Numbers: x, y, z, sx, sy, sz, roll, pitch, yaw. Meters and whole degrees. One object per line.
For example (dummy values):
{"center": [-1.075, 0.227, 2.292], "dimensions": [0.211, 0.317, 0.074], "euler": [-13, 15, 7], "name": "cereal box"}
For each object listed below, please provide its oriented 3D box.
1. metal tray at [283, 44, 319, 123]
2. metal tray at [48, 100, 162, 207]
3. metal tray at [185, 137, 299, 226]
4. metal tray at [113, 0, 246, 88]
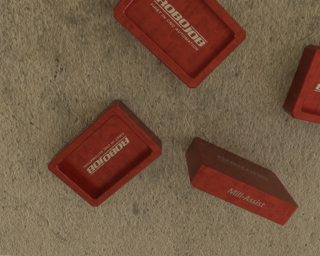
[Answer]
{"center": [0.236, -0.046, 0.391], "dimensions": [0.131, 0.030, 0.089], "euler": [11, 110, -5], "name": "metal tray"}
{"center": [-0.073, 0.036, 0.419], "dimensions": [0.130, 0.030, 0.090], "euler": [-40, 106, 13], "name": "metal tray"}
{"center": [0.100, 0.065, 0.399], "dimensions": [0.131, 0.090, 0.030], "euler": [25, 108, -9], "name": "metal tray"}
{"center": [0.023, -0.122, 0.362], "dimensions": [0.130, 0.030, 0.090], "euler": [41, 105, -14], "name": "metal tray"}
